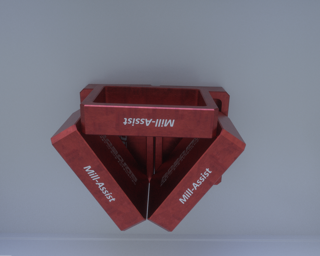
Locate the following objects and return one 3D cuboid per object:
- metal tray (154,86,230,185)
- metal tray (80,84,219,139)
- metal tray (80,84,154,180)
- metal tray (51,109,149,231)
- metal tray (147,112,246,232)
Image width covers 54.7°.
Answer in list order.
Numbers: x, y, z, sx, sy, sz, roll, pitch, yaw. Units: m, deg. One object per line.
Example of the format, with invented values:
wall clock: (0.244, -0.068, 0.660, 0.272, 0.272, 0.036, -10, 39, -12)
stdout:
metal tray: (0.039, 0.011, 0.412, 0.091, 0.030, 0.129, 1, 109, -1)
metal tray: (-0.010, -0.021, 0.334, 0.131, 0.090, 0.030, 2, 111, -1)
metal tray: (-0.053, 0.009, 0.411, 0.091, 0.030, 0.129, 0, 109, 0)
metal tray: (-0.061, 0.041, 0.357, 0.030, 0.090, 0.130, -30, 108, 11)
metal tray: (0.036, 0.044, 0.358, 0.030, 0.090, 0.129, 34, 107, -12)
